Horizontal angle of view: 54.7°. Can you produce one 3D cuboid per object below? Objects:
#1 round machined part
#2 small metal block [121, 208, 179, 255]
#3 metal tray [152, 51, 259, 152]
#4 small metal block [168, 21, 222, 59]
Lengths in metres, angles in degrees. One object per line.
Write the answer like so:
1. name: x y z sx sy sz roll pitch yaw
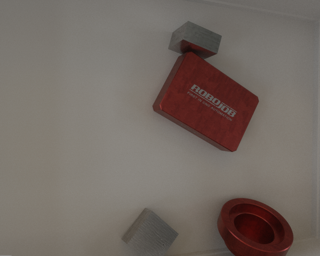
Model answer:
1. round machined part: 0.127 0.146 0.428 0.099 0.098 0.042 2 119 -20
2. small metal block: -0.013 0.142 0.405 0.050 0.025 0.050 45 70 -15
3. metal tray: 0.067 -0.034 0.434 0.131 0.030 0.090 30 80 -18
4. small metal block: 0.046 -0.115 0.415 0.050 0.050 0.025 17 84 -20
